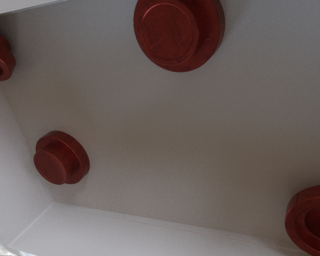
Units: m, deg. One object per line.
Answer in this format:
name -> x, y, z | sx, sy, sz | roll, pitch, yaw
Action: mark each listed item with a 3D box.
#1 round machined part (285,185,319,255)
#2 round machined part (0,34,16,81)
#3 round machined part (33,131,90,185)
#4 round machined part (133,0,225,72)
round machined part -> 0.199, 0.104, 0.357 | 0.098, 0.042, 0.097 | 13, 124, 21
round machined part -> -0.257, -0.112, 0.445 | 0.099, 0.042, 0.098 | 9, 156, 4
round machined part -> -0.172, 0.057, 0.524 | 0.098, 0.042, 0.097 | 13, 124, 21
round machined part -> 0.015, -0.105, 0.325 | 0.098, 0.042, 0.097 | 13, 124, 21
